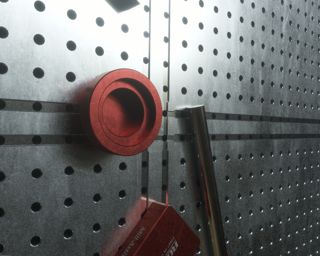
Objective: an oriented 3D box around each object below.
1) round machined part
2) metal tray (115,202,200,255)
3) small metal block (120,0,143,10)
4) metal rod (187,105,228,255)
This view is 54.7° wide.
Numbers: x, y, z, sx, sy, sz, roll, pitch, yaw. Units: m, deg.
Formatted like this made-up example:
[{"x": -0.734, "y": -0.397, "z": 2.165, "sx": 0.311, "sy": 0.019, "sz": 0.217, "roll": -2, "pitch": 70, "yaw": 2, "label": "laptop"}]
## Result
[{"x": -0.048, "y": -0.018, "z": 0.360, "sx": 0.099, "sy": 0.042, "sz": 0.097, "roll": 0, "pitch": 90, "yaw": -40, "label": "round machined part"}, {"x": -0.010, "y": 0.174, "z": 0.400, "sx": 0.130, "sy": 0.030, "sz": 0.090, "roll": -51, "pitch": 120, "yaw": -28, "label": "metal tray"}, {"x": -0.037, "y": -0.184, "z": 0.379, "sx": 0.050, "sy": 0.025, "sz": 0.050, "roll": 40, "pitch": 66, "yaw": -33, "label": "small metal block"}, {"x": 0.079, "y": 0.113, "z": 0.478, "sx": 0.025, "sy": 0.025, "sz": 0.298, "roll": -17, "pitch": 101, "yaw": -39, "label": "metal rod"}]
